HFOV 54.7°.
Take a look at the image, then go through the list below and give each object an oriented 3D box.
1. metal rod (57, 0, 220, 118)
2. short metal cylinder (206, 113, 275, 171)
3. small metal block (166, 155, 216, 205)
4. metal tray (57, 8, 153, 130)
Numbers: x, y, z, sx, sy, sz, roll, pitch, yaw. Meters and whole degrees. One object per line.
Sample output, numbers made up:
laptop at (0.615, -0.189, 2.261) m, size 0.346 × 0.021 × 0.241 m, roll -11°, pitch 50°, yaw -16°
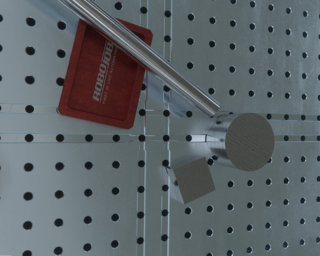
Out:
metal rod at (-0.047, -0.108, 0.363) m, size 0.301 × 0.025 × 0.025 m, roll 36°, pitch 78°, yaw -17°
short metal cylinder at (0.114, 0.019, 0.443) m, size 0.081 × 0.050 × 0.079 m, roll 0°, pitch 90°, yaw -21°
small metal block at (0.043, 0.070, 0.430) m, size 0.050 × 0.025 × 0.050 m, roll -20°, pitch 97°, yaw -19°
metal tray at (-0.067, -0.070, 0.385) m, size 0.091 × 0.030 × 0.129 m, roll 14°, pitch 85°, yaw -20°
